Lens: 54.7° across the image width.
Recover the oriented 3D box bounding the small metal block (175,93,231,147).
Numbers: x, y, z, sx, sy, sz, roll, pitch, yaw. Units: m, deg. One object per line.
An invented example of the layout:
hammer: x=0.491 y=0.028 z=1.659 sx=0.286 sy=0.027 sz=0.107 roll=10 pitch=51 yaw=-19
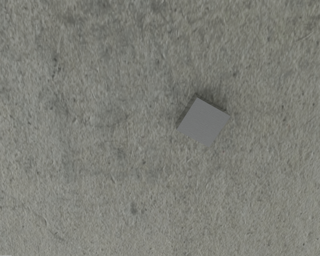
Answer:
small metal block: x=0.055 y=-0.011 z=0.407 sx=0.050 sy=0.025 sz=0.050 roll=28 pitch=107 yaw=-10
